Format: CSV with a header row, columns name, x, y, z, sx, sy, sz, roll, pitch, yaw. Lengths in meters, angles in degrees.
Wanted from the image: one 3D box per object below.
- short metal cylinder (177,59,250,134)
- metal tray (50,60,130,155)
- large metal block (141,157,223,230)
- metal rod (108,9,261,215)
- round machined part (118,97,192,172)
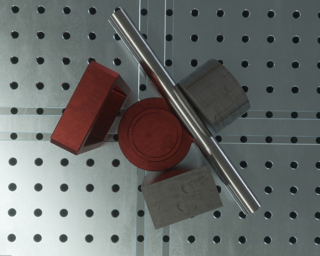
name,x,y,z,sx,sy,sz,roll,pitch,yaw
short metal cylinder,0.066,-0.039,0.386,0.050,0.080,0.080,-37,90,0
metal tray,-0.073,-0.020,0.360,0.030,0.130,0.090,27,90,0
large metal block,0.024,0.077,0.386,0.080,0.080,0.050,-19,90,0
metal rod,0.032,-0.020,0.393,0.025,0.025,0.299,-35,90,0
round machined part,-0.006,0.009,0.404,0.099,0.042,0.097,0,90,-1
